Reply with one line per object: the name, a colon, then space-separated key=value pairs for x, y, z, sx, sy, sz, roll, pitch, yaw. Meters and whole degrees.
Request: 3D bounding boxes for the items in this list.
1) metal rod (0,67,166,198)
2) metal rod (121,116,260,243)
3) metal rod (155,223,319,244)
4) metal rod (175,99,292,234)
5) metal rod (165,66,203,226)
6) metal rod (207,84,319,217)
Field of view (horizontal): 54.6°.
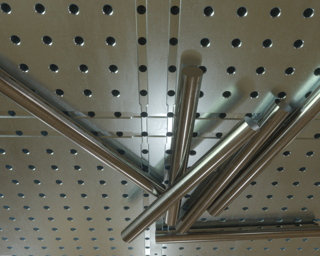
metal rod: x=-0.101 y=0.017 z=0.424 sx=0.025 sy=0.025 sz=0.301 roll=-35 pitch=122 yaw=26
metal rod: x=0.028 y=0.090 z=0.453 sx=0.025 sy=0.025 sz=0.299 roll=27 pitch=124 yaw=-21
metal rod: x=0.142 y=0.198 z=0.580 sx=0.301 sy=0.025 sz=0.025 roll=-3 pitch=130 yaw=2
metal rod: x=0.097 y=0.077 z=0.477 sx=0.025 sy=0.025 sz=0.298 roll=18 pitch=128 yaw=-15
metal rod: x=0.029 y=0.049 z=0.452 sx=0.025 sy=0.025 sz=0.298 roll=2 pitch=130 yaw=-2
metal rod: x=0.153 y=0.038 z=0.444 sx=0.025 sy=0.025 sz=0.298 roll=19 pitch=128 yaw=-16
